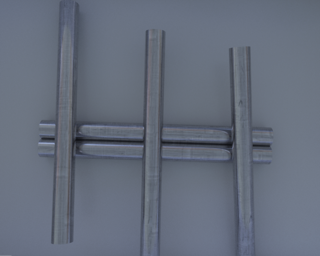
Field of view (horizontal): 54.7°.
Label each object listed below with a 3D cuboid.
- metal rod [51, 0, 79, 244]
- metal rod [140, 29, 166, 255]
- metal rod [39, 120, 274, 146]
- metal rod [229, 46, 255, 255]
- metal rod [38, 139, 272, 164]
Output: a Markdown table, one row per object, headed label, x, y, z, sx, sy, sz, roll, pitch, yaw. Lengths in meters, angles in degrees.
| label | x | y | z | sx | sy | sz | roll | pitch | yaw |
| --- | --- | --- | --- | --- | --- | --- | --- | --- | --- |
| metal rod | -0.117 | -0.014 | 0.385 | 0.025 | 0.025 | 0.298 | -1 | 82 | -1 |
| metal rod | -0.009 | 0.030 | 0.385 | 0.025 | 0.025 | 0.298 | 1 | 90 | -1 |
| metal rod | -0.004 | 0.007 | 0.410 | 0.302 | 0.025 | 0.025 | 2 | 90 | -1 |
| metal rod | 0.104 | 0.052 | 0.389 | 0.025 | 0.025 | 0.298 | -4 | 98 | 0 |
| metal rod | -0.006 | 0.031 | 0.410 | 0.302 | 0.025 | 0.025 | 2 | 90 | -1 |
